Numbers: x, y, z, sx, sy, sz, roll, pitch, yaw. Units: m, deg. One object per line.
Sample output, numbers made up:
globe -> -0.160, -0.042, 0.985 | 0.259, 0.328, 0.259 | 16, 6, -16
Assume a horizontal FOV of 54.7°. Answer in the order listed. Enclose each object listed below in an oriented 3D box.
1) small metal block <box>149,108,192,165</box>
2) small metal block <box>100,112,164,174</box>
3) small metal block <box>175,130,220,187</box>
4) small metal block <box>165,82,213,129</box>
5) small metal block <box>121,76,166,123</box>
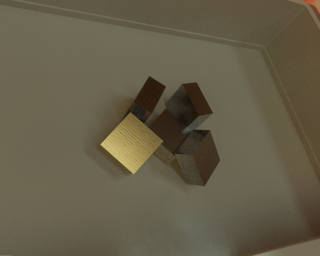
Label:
small metal block -> 0.009, 0.011, 0.402 | 0.050, 0.025, 0.050 | 41, 51, -1
small metal block -> -0.032, 0.018, 0.362 | 0.050, 0.025, 0.050 | 42, 84, 0
small metal block -> 0.049, 0.037, 0.392 | 0.050, 0.025, 0.050 | -49, 127, -40
small metal block -> 0.039, -0.027, 0.426 | 0.025, 0.050, 0.050 | -12, 68, -34
small metal block -> -0.022, -0.030, 0.394 | 0.025, 0.050, 0.050 | 32, 51, -8
